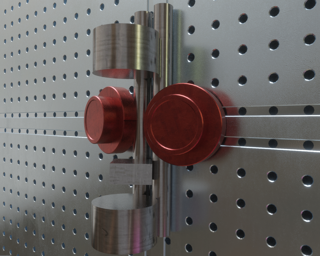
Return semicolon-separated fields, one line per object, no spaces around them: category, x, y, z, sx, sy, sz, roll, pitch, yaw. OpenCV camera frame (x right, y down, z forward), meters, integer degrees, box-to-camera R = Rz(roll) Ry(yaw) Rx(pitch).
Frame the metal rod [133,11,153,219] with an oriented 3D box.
metal rod;-0.024;-0.008;0.429;0.025;0.025;0.298;1;91;40

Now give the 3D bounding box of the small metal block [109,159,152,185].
small metal block;-0.035;0.054;0.392;0.050;0.050;0.025;1;91;-2

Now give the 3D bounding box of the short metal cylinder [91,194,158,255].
short metal cylinder;-0.043;0.115;0.381;0.080;0.081;0.050;1;91;40

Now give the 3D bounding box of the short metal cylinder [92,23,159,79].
short metal cylinder;-0.041;-0.090;0.379;0.080;0.081;0.050;1;91;40

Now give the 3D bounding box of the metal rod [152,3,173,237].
metal rod;0.003;-0.010;0.406;0.025;0.025;0.298;1;91;40

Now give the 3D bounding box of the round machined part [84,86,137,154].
round machined part;-0.077;-0.011;0.446;0.098;0.042;0.097;0;90;54

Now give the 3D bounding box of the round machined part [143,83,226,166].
round machined part;0.024;-0.004;0.361;0.098;0.042;0.097;0;90;25
